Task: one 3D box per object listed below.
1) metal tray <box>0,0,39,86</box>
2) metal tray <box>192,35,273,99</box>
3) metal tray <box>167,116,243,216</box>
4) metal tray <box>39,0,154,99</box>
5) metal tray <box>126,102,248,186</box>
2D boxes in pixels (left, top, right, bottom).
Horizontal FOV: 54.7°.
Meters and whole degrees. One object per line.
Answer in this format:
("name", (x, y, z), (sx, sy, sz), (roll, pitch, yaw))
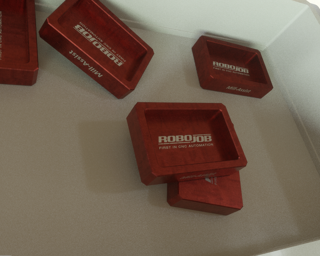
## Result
("metal tray", (-0.196, -0.114, 0.366), (0.091, 0.030, 0.130), (1, 61, -28))
("metal tray", (0.124, -0.103, 0.531), (0.131, 0.030, 0.090), (6, 59, -25))
("metal tray", (0.057, 0.042, 0.407), (0.091, 0.030, 0.130), (15, 56, -20))
("metal tray", (-0.077, -0.111, 0.409), (0.130, 0.030, 0.090), (39, 50, -20))
("metal tray", (0.033, 0.015, 0.371), (0.131, 0.030, 0.090), (-2, 63, -29))
